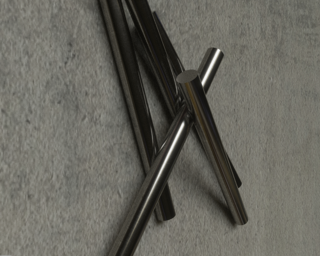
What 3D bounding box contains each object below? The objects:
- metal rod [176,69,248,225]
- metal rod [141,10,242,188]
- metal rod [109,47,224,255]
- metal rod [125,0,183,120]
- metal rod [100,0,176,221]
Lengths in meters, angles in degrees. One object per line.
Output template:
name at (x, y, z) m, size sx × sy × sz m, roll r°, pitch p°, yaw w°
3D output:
metal rod at (0.083, 0.048, 0.433) m, size 0.025 × 0.025 × 0.299 m, roll -51°, pitch 134°, yaw -28°
metal rod at (0.053, -0.025, 0.451) m, size 0.025 × 0.025 × 0.299 m, roll -45°, pitch 118°, yaw -31°
metal rod at (0.014, 0.024, 0.383) m, size 0.025 × 0.025 × 0.300 m, roll 39°, pitch 68°, yaw -34°
metal rod at (-0.020, -0.131, 0.368) m, size 0.025 × 0.025 × 0.299 m, roll -41°, pitch 121°, yaw -32°
metal rod at (-0.026, -0.024, 0.384) m, size 0.025 × 0.025 × 0.298 m, roll -23°, pitch 105°, yaw -38°
